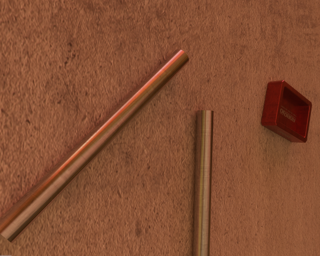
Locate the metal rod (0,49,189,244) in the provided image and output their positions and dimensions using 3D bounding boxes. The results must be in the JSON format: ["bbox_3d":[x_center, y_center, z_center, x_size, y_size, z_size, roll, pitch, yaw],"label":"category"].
[{"bbox_3d":[-0.058,0.000,0.357,0.301,0.025,0.025,-48,119,-29],"label":"metal rod"}]

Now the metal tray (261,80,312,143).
[{"bbox_3d":[0.257,-0.030,0.620,0.131,0.030,0.090,22,76,-38],"label":"metal tray"}]

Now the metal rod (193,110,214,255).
[{"bbox_3d":[0.063,0.123,0.460,0.025,0.025,0.298,3,88,-40],"label":"metal rod"}]
